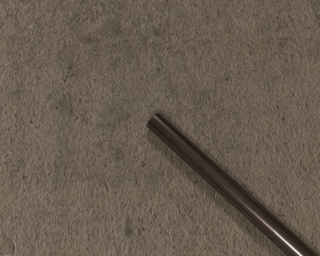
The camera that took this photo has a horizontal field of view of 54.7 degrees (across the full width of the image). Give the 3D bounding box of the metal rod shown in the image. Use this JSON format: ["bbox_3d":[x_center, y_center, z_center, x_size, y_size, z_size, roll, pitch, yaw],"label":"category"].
[{"bbox_3d":[0.099,0.087,0.377,0.300,0.025,0.025,42,75,13],"label":"metal rod"}]
